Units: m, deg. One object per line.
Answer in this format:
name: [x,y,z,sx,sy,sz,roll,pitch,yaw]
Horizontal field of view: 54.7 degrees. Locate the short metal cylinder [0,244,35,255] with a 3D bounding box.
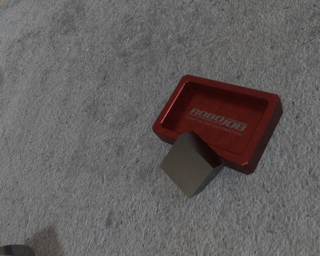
short metal cylinder: [-0.180,0.180,0.353,0.080,0.080,0.050,-39,51,2]

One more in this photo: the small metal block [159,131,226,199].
small metal block: [0.034,0.040,0.338,0.050,0.025,0.050,46,125,23]

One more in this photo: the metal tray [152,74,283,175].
metal tray: [0.066,-0.010,0.371,0.130,0.030,0.090,20,72,35]
